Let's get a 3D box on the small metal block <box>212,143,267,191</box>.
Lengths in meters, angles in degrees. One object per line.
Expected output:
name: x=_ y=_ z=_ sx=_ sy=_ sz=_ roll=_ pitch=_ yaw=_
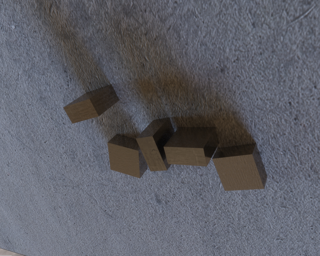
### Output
small metal block: x=0.100 y=0.049 z=0.385 sx=0.050 sy=0.025 sz=0.050 roll=-11 pitch=113 yaw=33

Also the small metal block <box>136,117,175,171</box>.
small metal block: x=0.000 y=0.021 z=0.404 sx=0.025 sy=0.050 sz=0.050 roll=-9 pitch=114 yaw=32

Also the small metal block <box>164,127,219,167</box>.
small metal block: x=0.040 y=0.022 z=0.383 sx=0.050 sy=0.050 sz=0.025 roll=0 pitch=119 yaw=28

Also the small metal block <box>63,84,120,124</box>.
small metal block: x=-0.092 y=-0.033 z=0.419 sx=0.050 sy=0.050 sz=0.025 roll=-12 pitch=112 yaw=33

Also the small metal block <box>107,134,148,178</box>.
small metal block: x=-0.047 y=0.041 z=0.457 sx=0.050 sy=0.025 sz=0.050 roll=13 pitch=124 yaw=21
